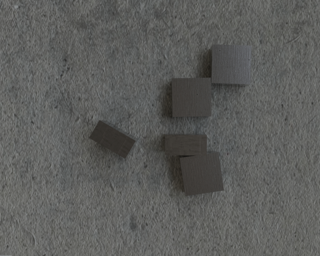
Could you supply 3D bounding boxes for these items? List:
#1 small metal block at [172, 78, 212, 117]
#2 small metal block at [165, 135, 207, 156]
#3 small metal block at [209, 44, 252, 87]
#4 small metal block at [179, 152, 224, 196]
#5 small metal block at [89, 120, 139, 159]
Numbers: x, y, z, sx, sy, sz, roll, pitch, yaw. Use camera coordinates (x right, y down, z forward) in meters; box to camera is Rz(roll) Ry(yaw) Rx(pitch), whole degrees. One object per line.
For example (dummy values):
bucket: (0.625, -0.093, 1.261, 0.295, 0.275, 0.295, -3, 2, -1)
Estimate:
small metal block: (0.041, -0.040, 0.410, 0.050, 0.025, 0.050, -1, 90, 0)
small metal block: (0.031, 0.020, 0.398, 0.050, 0.050, 0.025, 0, 90, 0)
small metal block: (0.092, -0.082, 0.410, 0.050, 0.025, 0.050, 2, 90, 0)
small metal block: (0.054, 0.059, 0.410, 0.050, 0.025, 0.050, -8, 90, 0)
small metal block: (-0.057, 0.014, 0.397, 0.050, 0.050, 0.025, 30, 90, 0)
